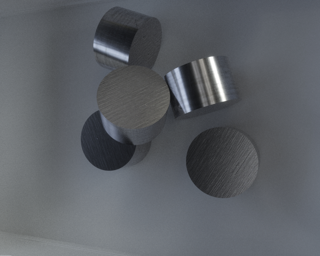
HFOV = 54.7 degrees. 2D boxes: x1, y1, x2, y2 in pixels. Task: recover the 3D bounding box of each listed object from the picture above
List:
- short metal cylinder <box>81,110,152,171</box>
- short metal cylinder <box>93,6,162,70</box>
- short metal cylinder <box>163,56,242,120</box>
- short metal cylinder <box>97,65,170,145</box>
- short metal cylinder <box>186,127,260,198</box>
[{"bbox_3d":[-0.058,0.015,0.418,0.080,0.050,0.080,0,90,20],"label":"short metal cylinder"},{"bbox_3d":[-0.039,-0.107,0.395,0.050,0.080,0.080,24,98,18],"label":"short metal cylinder"},{"bbox_3d":[0.049,-0.045,0.364,0.080,0.080,0.050,-18,84,19],"label":"short metal cylinder"},{"bbox_3d":[-0.031,-0.026,0.363,0.081,0.050,0.080,2,67,-4],"label":"short metal cylinder"},{"bbox_3d":[0.077,0.039,0.370,0.080,0.050,0.080,0,90,20],"label":"short metal cylinder"}]
